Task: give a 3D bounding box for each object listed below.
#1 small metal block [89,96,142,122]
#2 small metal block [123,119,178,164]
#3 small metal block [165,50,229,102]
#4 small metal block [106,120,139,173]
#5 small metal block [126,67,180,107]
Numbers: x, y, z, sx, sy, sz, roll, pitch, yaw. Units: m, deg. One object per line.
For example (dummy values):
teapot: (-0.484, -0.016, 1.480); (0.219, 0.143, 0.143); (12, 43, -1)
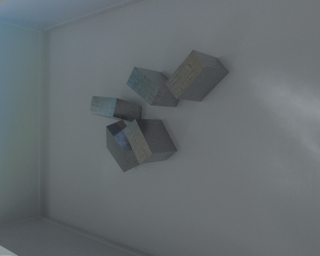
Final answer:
small metal block: (-0.062, -0.026, 0.437); (0.050, 0.050, 0.025); (9, 86, 39)
small metal block: (-0.012, 0.016, 0.398); (0.025, 0.050, 0.050); (-41, 66, 32)
small metal block: (0.043, -0.058, 0.354); (0.050, 0.050, 0.025); (-47, 62, 29)
small metal block: (-0.052, 0.026, 0.433); (0.050, 0.025, 0.050); (50, 150, 27)
small metal block: (-0.005, -0.051, 0.393); (0.050, 0.050, 0.025); (43, 116, 31)
